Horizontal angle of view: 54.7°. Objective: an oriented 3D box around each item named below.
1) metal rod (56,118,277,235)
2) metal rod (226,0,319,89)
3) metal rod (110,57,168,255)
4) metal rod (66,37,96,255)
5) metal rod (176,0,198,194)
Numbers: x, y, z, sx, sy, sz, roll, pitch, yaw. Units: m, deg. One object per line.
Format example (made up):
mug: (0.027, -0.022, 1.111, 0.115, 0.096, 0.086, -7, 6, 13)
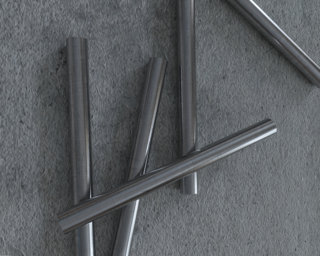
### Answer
metal rod: (0.023, 0.052, 0.389, 0.302, 0.025, 0.025, -22, 98, -19)
metal rod: (0.152, -0.160, 0.464, 0.301, 0.025, 0.025, 36, 78, -17)
metal rod: (-0.030, 0.057, 0.397, 0.025, 0.025, 0.298, 12, 86, -20)
metal rod: (-0.094, 0.043, 0.374, 0.025, 0.025, 0.298, -2, 91, -20)
metal rod: (0.037, -0.061, 0.422, 0.025, 0.025, 0.298, -1, 91, -20)
